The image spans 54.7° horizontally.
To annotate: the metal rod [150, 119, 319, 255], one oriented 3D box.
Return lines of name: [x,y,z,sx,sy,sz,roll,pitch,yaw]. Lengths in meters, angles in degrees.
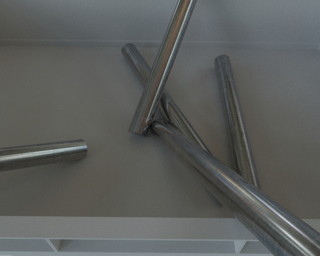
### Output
metal rod: [0.041,0.035,0.269,0.025,0.025,0.300,-15,17,-13]

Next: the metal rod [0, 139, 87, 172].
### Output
metal rod: [-0.208,0.038,0.283,0.302,0.025,0.025,-6,44,-42]

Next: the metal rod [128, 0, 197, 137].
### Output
metal rod: [0.021,-0.131,0.424,0.025,0.025,0.299,18,81,14]

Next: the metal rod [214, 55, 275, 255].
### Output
metal rod: [0.100,0.007,0.399,0.025,0.025,0.300,0,50,-1]

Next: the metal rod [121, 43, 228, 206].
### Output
metal rod: [0.012,-0.026,0.426,0.025,0.025,0.300,-20,53,-16]
